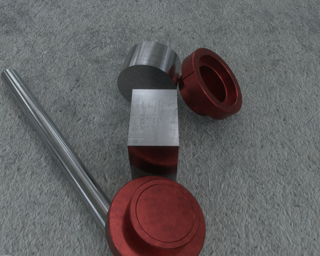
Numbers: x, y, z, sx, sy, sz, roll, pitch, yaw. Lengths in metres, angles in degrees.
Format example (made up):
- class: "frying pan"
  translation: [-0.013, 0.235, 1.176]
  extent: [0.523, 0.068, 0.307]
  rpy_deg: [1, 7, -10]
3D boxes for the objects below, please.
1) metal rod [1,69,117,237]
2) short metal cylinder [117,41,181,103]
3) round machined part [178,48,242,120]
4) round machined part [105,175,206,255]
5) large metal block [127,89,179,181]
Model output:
- class: "metal rod"
  translation: [-0.136, 0.013, 0.391]
  extent: [0.025, 0.025, 0.300]
  rpy_deg: [-30, 57, -23]
- class: "short metal cylinder"
  translation: [-0.013, -0.071, 0.427]
  extent: [0.080, 0.080, 0.050]
  rpy_deg: [8, 51, 6]
- class: "round machined part"
  translation: [0.063, -0.055, 0.417]
  extent: [0.099, 0.042, 0.098]
  rpy_deg: [25, 50, -34]
- class: "round machined part"
  translation: [-0.001, 0.089, 0.301]
  extent: [0.099, 0.042, 0.098]
  rpy_deg: [11, 50, -13]
- class: "large metal block"
  translation: [-0.006, 0.012, 0.357]
  extent: [0.050, 0.080, 0.080]
  rpy_deg: [0, 50, 0]
